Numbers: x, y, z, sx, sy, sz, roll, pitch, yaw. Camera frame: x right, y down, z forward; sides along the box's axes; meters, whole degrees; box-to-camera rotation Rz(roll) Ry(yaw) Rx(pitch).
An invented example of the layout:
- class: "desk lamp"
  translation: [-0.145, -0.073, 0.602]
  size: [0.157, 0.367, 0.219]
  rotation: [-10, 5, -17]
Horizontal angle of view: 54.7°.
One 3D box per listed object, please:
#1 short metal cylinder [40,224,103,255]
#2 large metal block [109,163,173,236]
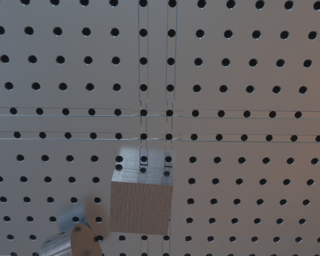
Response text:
- class: "short metal cylinder"
  translation: [-0.127, 0.188, 0.452]
  size: [0.050, 0.080, 0.080]
  rotation: [-26, 108, 9]
- class: "large metal block"
  translation: [-0.026, 0.100, 0.437]
  size: [0.081, 0.050, 0.079]
  rotation: [5, 110, -2]
